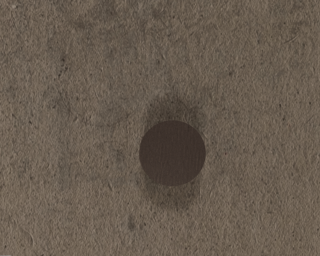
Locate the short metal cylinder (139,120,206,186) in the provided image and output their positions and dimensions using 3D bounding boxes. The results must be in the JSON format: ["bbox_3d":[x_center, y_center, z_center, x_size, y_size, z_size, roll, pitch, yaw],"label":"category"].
[{"bbox_3d":[0.015,0.030,0.398,0.081,0.050,0.079,0,90,-1],"label":"short metal cylinder"}]
